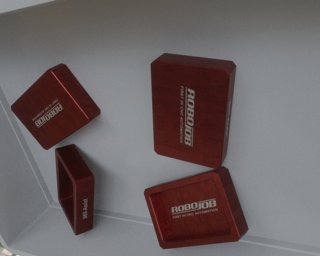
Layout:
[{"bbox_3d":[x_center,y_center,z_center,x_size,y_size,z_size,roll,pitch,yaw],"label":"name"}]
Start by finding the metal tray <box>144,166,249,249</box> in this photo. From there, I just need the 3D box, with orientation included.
[{"bbox_3d":[0.045,0.113,0.428,0.130,0.030,0.090,-23,81,36],"label":"metal tray"}]

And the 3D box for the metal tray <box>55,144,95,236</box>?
[{"bbox_3d":[-0.143,0.103,0.516,0.090,0.030,0.129,45,138,39],"label":"metal tray"}]

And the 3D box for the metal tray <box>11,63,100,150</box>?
[{"bbox_3d":[-0.162,-0.028,0.474,0.130,0.030,0.090,-28,103,37],"label":"metal tray"}]

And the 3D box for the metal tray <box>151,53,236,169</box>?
[{"bbox_3d":[0.038,-0.019,0.374,0.090,0.030,0.129,12,124,21],"label":"metal tray"}]
